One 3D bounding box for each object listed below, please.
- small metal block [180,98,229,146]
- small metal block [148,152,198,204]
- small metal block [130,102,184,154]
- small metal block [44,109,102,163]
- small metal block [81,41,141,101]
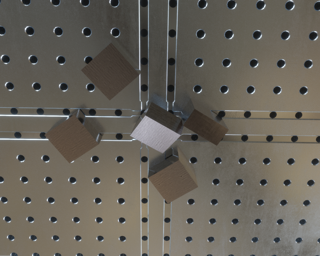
[{"bbox_3d":[0.055,-0.009,0.397,0.050,0.050,0.025,31,107,-11],"label":"small metal block"},{"bbox_3d":[0.018,0.071,0.440,0.050,0.025,0.050,-32,107,11],"label":"small metal block"},{"bbox_3d":[-0.004,0.001,0.402,0.050,0.025,0.050,29,139,-10],"label":"small metal block"},{"bbox_3d":[-0.115,0.011,0.417,0.050,0.025,0.050,-33,107,11],"label":"small metal block"},{"bbox_3d":[-0.060,-0.071,0.387,0.050,0.025,0.050,-39,106,13],"label":"small metal block"}]
